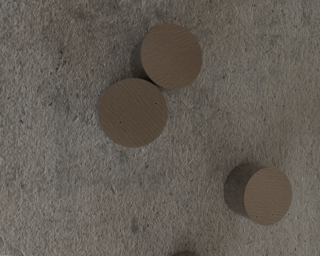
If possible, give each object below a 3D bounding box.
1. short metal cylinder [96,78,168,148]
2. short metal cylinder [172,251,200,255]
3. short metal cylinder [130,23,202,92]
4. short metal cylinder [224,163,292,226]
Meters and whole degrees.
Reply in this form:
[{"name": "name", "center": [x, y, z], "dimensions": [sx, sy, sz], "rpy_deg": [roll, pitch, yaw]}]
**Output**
[{"name": "short metal cylinder", "center": [-0.036, -0.019, 0.378], "dimensions": [0.081, 0.050, 0.079], "rpy_deg": [-2, 96, -16]}, {"name": "short metal cylinder", "center": [0.041, 0.213, 0.411], "dimensions": [0.081, 0.050, 0.080], "rpy_deg": [0, 90, -20]}, {"name": "short metal cylinder", "center": [0.007, -0.087, 0.398], "dimensions": [0.081, 0.050, 0.080], "rpy_deg": [0, 90, -20]}, {"name": "short metal cylinder", "center": [0.140, 0.094, 0.447], "dimensions": [0.081, 0.050, 0.080], "rpy_deg": [0, 90, -20]}]
